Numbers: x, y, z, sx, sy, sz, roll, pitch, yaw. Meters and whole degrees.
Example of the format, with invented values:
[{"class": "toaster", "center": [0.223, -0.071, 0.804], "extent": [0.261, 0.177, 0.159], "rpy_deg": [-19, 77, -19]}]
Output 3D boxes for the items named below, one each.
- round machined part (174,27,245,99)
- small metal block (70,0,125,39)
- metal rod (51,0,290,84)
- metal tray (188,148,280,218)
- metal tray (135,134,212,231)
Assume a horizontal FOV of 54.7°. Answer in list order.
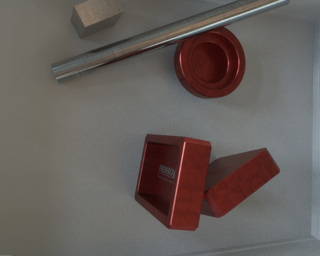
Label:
[{"class": "round machined part", "center": [0.064, -0.088, 0.426], "extent": [0.099, 0.042, 0.097], "rpy_deg": [0, 90, -20]}, {"class": "small metal block", "center": [-0.076, -0.134, 0.370], "extent": [0.050, 0.050, 0.025], "rpy_deg": [-30, 100, -18]}, {"class": "metal rod", "center": [0.018, -0.117, 0.380], "extent": [0.302, 0.025, 0.025], "rpy_deg": [-20, 98, -5]}, {"class": "metal tray", "center": [0.073, 0.067, 0.381], "extent": [0.091, 0.130, 0.030], "rpy_deg": [-31, 88, -17]}, {"class": "metal tray", "center": [0.009, 0.055, 0.359], "extent": [0.030, 0.130, 0.090], "rpy_deg": [12, 86, -19]}]
